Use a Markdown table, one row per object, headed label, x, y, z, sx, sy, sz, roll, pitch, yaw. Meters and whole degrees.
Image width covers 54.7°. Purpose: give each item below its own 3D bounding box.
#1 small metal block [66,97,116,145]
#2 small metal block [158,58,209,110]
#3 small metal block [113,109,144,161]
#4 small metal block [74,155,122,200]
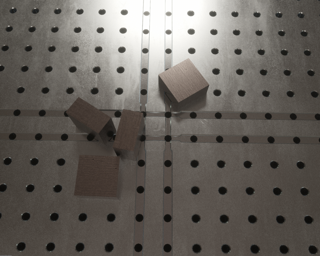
| label | x | y | z | sx | sy | sz | roll | pitch | yaw |
| --- | --- | --- | --- | --- | --- | --- | --- | --- | --- |
| small metal block | -0.087 | -0.008 | 0.400 | 0.050 | 0.050 | 0.025 | 32 | 73 | 10 |
| small metal block | 0.032 | -0.062 | 0.435 | 0.050 | 0.025 | 0.050 | -31 | 73 | -11 |
| small metal block | -0.038 | 0.010 | 0.394 | 0.025 | 0.050 | 0.050 | 11 | 70 | 4 |
| small metal block | -0.076 | 0.062 | 0.388 | 0.050 | 0.025 | 0.050 | 2 | 70 | 0 |
